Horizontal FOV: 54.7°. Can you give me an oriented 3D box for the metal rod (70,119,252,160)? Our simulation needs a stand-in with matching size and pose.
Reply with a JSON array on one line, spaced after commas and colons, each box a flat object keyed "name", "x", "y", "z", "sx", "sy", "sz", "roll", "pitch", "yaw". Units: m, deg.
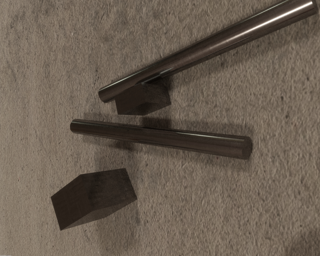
[{"name": "metal rod", "x": -0.024, "y": 0.009, "z": 0.422, "sx": 0.300, "sy": 0.025, "sz": 0.025, "roll": 6, "pitch": 94, "yaw": 39}]

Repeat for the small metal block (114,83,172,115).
[{"name": "small metal block", "x": -0.022, "y": -0.036, "z": 0.405, "sx": 0.050, "sy": 0.050, "sz": 0.025, "roll": -20, "pitch": 78, "yaw": 38}]

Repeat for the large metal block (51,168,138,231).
[{"name": "large metal block", "x": -0.094, "y": 0.101, "z": 0.445, "sx": 0.080, "sy": 0.081, "sz": 0.050, "roll": -36, "pitch": 68, "yaw": 34}]

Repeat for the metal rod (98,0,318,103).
[{"name": "metal rod", "x": 0.029, "y": -0.084, "z": 0.379, "sx": 0.300, "sy": 0.025, "sz": 0.025, "roll": -17, "pitch": 80, "yaw": 38}]
